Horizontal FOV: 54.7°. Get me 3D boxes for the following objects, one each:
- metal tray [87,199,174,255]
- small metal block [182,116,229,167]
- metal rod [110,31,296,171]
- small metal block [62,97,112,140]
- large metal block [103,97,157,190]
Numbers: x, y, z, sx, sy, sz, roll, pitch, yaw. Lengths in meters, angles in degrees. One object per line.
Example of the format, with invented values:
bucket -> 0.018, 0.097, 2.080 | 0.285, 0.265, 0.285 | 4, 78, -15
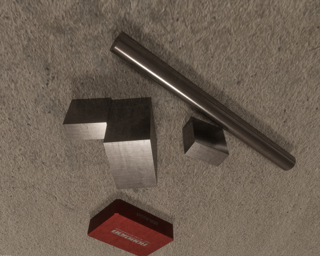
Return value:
metal tray -> -0.051, 0.185, 0.561 | 0.130, 0.030, 0.090 | 33, 122, -26
small metal block -> 0.059, 0.017, 0.407 | 0.050, 0.050, 0.025 | 21, 127, -18
metal rod -> 0.071, -0.020, 0.390 | 0.301, 0.025, 0.025 | 31, 123, -25
small metal block -> -0.086, -0.012, 0.380 | 0.050, 0.050, 0.025 | -3, 130, 2
large metal block -> -0.032, 0.018, 0.386 | 0.050, 0.080, 0.080 | -4, 130, 3
